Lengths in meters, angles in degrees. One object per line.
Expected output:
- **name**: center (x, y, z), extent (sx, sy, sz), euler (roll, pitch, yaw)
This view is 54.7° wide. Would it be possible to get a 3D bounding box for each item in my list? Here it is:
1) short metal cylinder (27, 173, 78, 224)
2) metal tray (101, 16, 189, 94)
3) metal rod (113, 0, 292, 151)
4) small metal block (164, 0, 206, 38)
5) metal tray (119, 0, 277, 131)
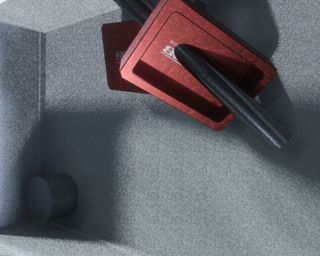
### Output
- **short metal cylinder**: center (-0.189, 0.122, 0.543), extent (0.080, 0.050, 0.079), euler (0, 90, 39)
- **metal tray**: center (-0.021, -0.091, 0.398), extent (0.130, 0.030, 0.089), euler (12, 113, 43)
- **metal rod**: center (0.012, -0.090, 0.311), extent (0.300, 0.025, 0.025), euler (44, 119, 2)
- **small metal block**: center (0.024, -0.132, 0.385), extent (0.050, 0.025, 0.050), euler (20, 102, 38)
- **metal tray**: center (0.038, -0.061, 0.311), extent (0.090, 0.131, 0.030), euler (-50, 24, 28)
